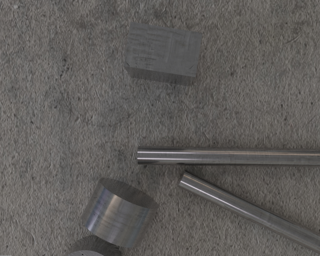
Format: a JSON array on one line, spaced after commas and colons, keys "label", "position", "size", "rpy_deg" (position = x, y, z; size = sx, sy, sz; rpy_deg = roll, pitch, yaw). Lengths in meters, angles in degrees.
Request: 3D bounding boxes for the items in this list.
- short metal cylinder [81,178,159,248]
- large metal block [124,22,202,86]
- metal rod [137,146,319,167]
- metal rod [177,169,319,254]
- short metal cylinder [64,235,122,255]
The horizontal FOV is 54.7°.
[{"label": "short metal cylinder", "position": [-0.049, 0.102, 0.382], "size": [0.080, 0.080, 0.050], "rpy_deg": [26, 90, 0]}, {"label": "large metal block", "position": [0.003, -0.087, 0.383], "size": [0.080, 0.080, 0.050], "rpy_deg": [9, 90, 0]}, {"label": "metal rod", "position": [0.122, 0.038, 0.411], "size": [0.302, 0.025, 0.025], "rpy_deg": [1, 90, -1]}, {"label": "metal rod", "position": [0.164, 0.131, 0.411], "size": [0.301, 0.025, 0.025], "rpy_deg": [26, 90, 0]}, {"label": "short metal cylinder", "position": [-0.090, 0.186, 0.397], "size": [0.081, 0.050, 0.080], "rpy_deg": [0, 90, 0]}]
